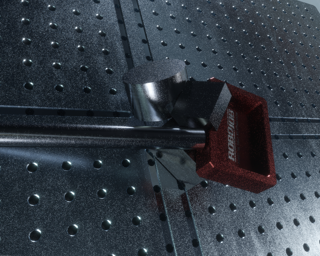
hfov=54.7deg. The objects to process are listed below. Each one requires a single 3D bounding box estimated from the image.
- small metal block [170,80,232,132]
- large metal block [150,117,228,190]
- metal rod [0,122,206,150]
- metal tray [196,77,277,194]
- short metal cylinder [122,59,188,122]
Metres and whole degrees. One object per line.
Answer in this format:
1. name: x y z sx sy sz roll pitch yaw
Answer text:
1. small metal block: 0.048 -0.027 0.359 0.025 0.050 0.050 50 58 -46
2. large metal block: 0.042 0.019 0.403 0.080 0.050 0.080 46 51 3
3. metal rod: -0.099 0.008 0.313 0.302 0.025 0.025 2 60 -15
4. metal tray: 0.093 0.007 0.385 0.091 0.030 0.130 19 54 -17
5. short metal cylinder: -0.002 -0.050 0.396 0.080 0.080 0.050 -40 128 -39
